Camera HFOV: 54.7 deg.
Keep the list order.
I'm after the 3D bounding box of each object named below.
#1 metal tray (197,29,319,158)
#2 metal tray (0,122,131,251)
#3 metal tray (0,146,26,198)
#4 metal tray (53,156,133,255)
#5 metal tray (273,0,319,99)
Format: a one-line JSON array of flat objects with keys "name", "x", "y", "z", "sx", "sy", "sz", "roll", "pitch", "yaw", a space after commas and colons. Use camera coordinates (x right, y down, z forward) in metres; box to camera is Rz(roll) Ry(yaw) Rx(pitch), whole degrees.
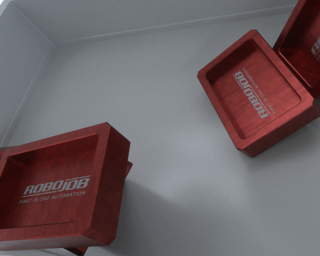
[{"name": "metal tray", "x": 0.107, "y": -0.043, "z": 0.358, "sx": 0.090, "sy": 0.030, "sz": 0.130, "roll": -37, "pitch": 50, "yaw": 21}, {"name": "metal tray", "x": -0.092, "y": 0.052, "z": 0.261, "sx": 0.130, "sy": 0.030, "sz": 0.090, "roll": -13, "pitch": 52, "yaw": 26}, {"name": "metal tray", "x": -0.222, "y": 0.069, "z": 0.421, "sx": 0.090, "sy": 0.030, "sz": 0.130, "roll": -52, "pitch": 8, "yaw": -9}, {"name": "metal tray", "x": -0.068, "y": 0.079, "z": 0.329, "sx": 0.030, "sy": 0.130, "sz": 0.090, "roll": 29, "pitch": 72, "yaw": -2}, {"name": "metal tray", "x": 0.177, "y": -0.105, "z": 0.315, "sx": 0.030, "sy": 0.129, "sz": 0.090, "roll": -6, "pitch": 50, "yaw": -21}]
